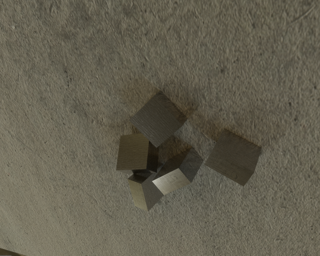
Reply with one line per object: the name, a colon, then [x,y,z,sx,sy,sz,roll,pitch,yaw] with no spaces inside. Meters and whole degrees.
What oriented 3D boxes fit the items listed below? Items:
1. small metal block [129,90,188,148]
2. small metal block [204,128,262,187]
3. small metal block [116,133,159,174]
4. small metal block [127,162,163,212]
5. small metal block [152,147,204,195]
small metal block: [-0.002,-0.011,0.397,0.050,0.025,0.050,46,120,-4]
small metal block: [0.087,0.033,0.365,0.050,0.050,0.025,29,128,9]
small metal block: [-0.030,0.035,0.426,0.050,0.050,0.025,-7,158,32]
small metal block: [-0.016,0.082,0.447,0.025,0.050,0.050,12,125,36]
small metal block: [0.024,0.057,0.413,0.050,0.050,0.025,-33,100,38]
